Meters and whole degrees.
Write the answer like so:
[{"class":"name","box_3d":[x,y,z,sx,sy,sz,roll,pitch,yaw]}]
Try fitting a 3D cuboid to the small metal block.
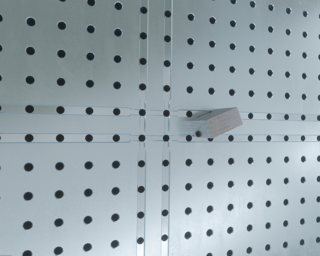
[{"class":"small metal block","box_3d":[0.077,-0.007,0.429,0.050,0.050,0.025,-23,98,-19]}]
